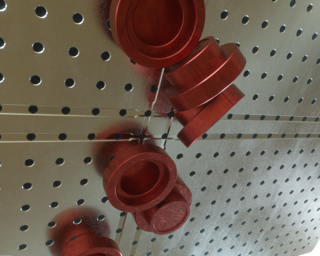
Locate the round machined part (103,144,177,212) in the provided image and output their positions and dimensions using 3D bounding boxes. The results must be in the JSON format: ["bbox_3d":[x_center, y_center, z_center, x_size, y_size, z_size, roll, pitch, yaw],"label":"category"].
[{"bbox_3d":[-0.030,0.063,0.421,0.099,0.042,0.097,-13,123,-20],"label":"round machined part"}]

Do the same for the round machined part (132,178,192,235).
[{"bbox_3d":[0.008,0.126,0.482,0.099,0.042,0.097,-14,124,-21],"label":"round machined part"}]

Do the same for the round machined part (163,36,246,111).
[{"bbox_3d":[0.043,-0.066,0.351,0.098,0.098,0.042,-40,108,-1],"label":"round machined part"}]

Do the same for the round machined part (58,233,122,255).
[{"bbox_3d":[-0.109,0.197,0.462,0.099,0.042,0.097,-14,124,-21],"label":"round machined part"}]

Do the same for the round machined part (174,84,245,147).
[{"bbox_3d":[0.057,-0.023,0.394,0.098,0.042,0.098,-42,173,-6],"label":"round machined part"}]

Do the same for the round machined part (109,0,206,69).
[{"bbox_3d":[-0.005,-0.116,0.325,0.099,0.042,0.097,-13,123,-20],"label":"round machined part"}]
